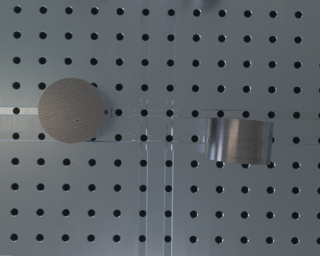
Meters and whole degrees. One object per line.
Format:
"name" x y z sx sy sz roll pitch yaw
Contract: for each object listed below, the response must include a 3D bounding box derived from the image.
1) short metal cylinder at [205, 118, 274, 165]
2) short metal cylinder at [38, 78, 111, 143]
"short metal cylinder" 0.098 0.015 0.387 0.081 0.080 0.050 5 90 0
"short metal cylinder" -0.107 -0.021 0.400 0.081 0.050 0.080 0 90 0
